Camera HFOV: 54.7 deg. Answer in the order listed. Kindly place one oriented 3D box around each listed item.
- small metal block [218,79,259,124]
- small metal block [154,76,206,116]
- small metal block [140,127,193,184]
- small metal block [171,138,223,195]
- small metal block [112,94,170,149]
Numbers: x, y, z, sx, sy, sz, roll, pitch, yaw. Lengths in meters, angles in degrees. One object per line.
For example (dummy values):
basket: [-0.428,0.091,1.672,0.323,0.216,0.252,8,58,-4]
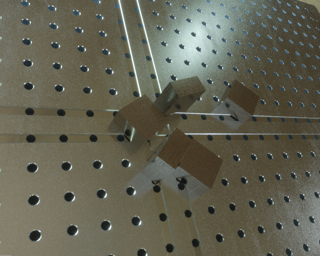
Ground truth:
small metal block: [0.130,-0.044,0.507,0.050,0.025,0.050,35,51,-5]
small metal block: [0.028,-0.045,0.436,0.050,0.050,0.025,-18,72,-35]
small metal block: [0.008,0.034,0.377,0.025,0.050,0.050,38,51,-3]
small metal block: [0.048,0.051,0.405,0.050,0.025,0.050,36,51,-5]
small metal block: [-0.024,-0.009,0.402,0.050,0.025,0.050,48,51,5]
